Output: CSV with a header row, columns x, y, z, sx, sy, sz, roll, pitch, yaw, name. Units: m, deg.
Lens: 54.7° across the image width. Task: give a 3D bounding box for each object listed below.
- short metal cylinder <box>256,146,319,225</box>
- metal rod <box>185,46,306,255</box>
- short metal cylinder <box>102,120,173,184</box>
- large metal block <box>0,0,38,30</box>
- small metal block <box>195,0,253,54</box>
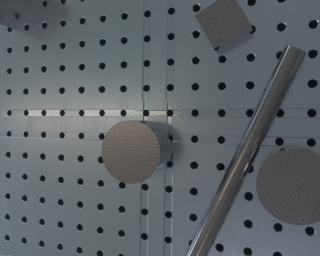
x,y,z,sx,sy,sz,roll,pitch,yaw,name
0.151,0.061,0.346,0.080,0.050,0.079,0,90,20,short metal cylinder
0.097,0.046,0.378,0.025,0.025,0.298,26,98,18,metal rod
-0.029,0.030,0.410,0.080,0.050,0.079,0,90,20,short metal cylinder
-0.241,-0.207,0.468,0.080,0.080,0.050,-44,76,14,large metal block
0.079,-0.130,0.385,0.050,0.025,0.050,-30,80,17,small metal block
